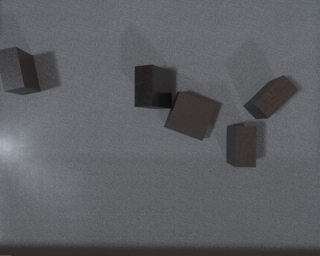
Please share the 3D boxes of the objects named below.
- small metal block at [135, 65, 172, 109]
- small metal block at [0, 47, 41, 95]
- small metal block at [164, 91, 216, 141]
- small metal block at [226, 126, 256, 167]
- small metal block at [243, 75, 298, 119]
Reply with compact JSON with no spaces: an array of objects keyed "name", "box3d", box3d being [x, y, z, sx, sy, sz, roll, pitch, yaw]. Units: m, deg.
[{"name":"small metal block","box3d":[-0.008,-0.051,0.396,0.025,0.050,0.050,0,90,29]},{"name":"small metal block","box3d":[-0.180,-0.071,0.397,0.025,0.050,0.050,-12,90,0]},{"name":"small metal block","box3d":[0.039,-0.016,0.409,0.050,0.025,0.050,20,90,-7]},{"name":"small metal block","box3d":[0.104,0.022,0.400,0.025,0.050,0.050,0,90,0]},{"name":"small metal block","box3d":[0.141,-0.038,0.400,0.050,0.050,0.025,-44,90,0]}]
